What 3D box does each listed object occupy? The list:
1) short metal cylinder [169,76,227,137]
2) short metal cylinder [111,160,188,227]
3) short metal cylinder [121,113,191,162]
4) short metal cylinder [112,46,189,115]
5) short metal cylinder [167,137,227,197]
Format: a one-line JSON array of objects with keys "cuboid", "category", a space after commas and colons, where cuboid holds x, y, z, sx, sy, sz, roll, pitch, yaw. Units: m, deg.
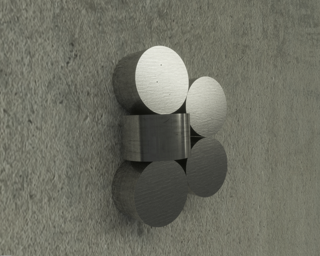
[{"cuboid": [0.047, -0.028, 0.428, 0.081, 0.050, 0.079, -1, 91, -40], "category": "short metal cylinder"}, {"cuboid": [-0.012, 0.075, 0.380, 0.081, 0.050, 0.080, -1, 91, -39], "category": "short metal cylinder"}, {"cuboid": [-0.004, 0.009, 0.367, 0.081, 0.080, 0.050, -4, 93, -40], "category": "short metal cylinder"}, {"cuboid": [-0.011, -0.056, 0.380, 0.081, 0.050, 0.080, -1, 91, -39], "category": "short metal cylinder"}, {"cuboid": [0.048, 0.052, 0.429, 0.081, 0.050, 0.079, -1, 91, -39], "category": "short metal cylinder"}]
